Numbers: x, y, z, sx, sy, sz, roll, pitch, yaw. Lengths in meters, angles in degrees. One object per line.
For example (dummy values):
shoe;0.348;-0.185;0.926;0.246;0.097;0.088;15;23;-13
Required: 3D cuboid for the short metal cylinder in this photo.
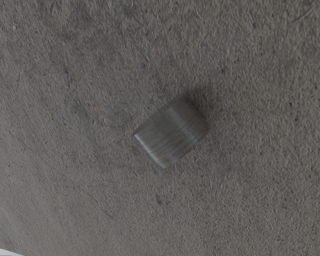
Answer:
short metal cylinder;0.012;0.003;0.367;0.080;0.080;0.050;-34;99;38
